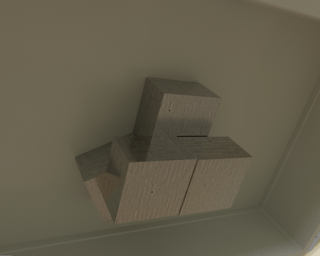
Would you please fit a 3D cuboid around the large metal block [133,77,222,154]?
[{"bbox_3d":[0.020,-0.014,0.392,0.081,0.050,0.079,1,118,-29],"label":"large metal block"}]

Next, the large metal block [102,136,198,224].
[{"bbox_3d":[-0.014,0.056,0.353,0.081,0.050,0.079,1,118,-29],"label":"large metal block"}]

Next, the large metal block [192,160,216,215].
[{"bbox_3d":[0.040,0.070,0.454,0.080,0.050,0.080,-47,129,5],"label":"large metal block"}]

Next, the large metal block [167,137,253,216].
[{"bbox_3d":[0.057,0.058,0.391,0.081,0.050,0.079,1,118,-29],"label":"large metal block"}]

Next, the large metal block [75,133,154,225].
[{"bbox_3d":[-0.053,0.065,0.402,0.081,0.050,0.080,-24,127,-14],"label":"large metal block"}]
